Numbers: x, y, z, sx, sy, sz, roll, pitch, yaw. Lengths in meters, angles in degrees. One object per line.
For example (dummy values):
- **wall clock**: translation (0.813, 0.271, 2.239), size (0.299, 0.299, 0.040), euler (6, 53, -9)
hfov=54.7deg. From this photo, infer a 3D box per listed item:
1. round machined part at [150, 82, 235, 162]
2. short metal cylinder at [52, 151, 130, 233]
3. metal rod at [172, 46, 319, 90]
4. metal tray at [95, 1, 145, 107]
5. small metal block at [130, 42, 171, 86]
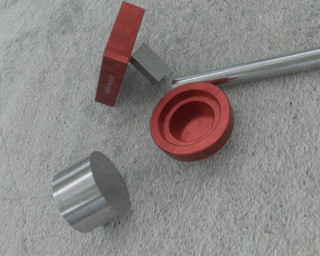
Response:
- **round machined part**: translation (0.041, -0.004, 0.373), size (0.098, 0.042, 0.098), euler (-13, 56, 20)
- **short metal cylinder**: translation (-0.078, 0.074, 0.363), size (0.050, 0.080, 0.080), euler (-30, 52, 9)
- **metal rod**: translation (0.159, -0.077, 0.367), size (0.301, 0.025, 0.025), euler (-9, 58, 23)
- **metal tray**: translation (-0.059, -0.097, 0.432), size (0.030, 0.129, 0.090), euler (18, 64, -9)
- **small metal block**: translation (-0.015, -0.089, 0.435), size (0.025, 0.050, 0.050), euler (-47, 8, -5)
